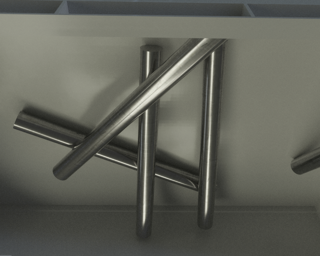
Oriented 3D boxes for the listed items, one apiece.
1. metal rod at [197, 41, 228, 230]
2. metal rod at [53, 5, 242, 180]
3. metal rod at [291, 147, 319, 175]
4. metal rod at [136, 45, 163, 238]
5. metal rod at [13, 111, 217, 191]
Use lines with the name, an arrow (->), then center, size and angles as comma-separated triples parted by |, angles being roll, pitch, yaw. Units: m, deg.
metal rod -> 0.066, 0.029, 0.413 | 0.025, 0.025, 0.298 | -2, 124, 1
metal rod -> -0.035, -0.019, 0.352 | 0.025, 0.025, 0.299 | 35, 124, -26
metal rod -> 0.241, 0.000, 0.329 | 0.025, 0.025, 0.299 | 11, 155, -10
metal rod -> -0.018, 0.039, 0.414 | 0.025, 0.025, 0.298 | 2, 122, -2
metal rod -> -0.050, 0.042, 0.444 | 0.302, 0.025, 0.025 | 22, 127, -18
